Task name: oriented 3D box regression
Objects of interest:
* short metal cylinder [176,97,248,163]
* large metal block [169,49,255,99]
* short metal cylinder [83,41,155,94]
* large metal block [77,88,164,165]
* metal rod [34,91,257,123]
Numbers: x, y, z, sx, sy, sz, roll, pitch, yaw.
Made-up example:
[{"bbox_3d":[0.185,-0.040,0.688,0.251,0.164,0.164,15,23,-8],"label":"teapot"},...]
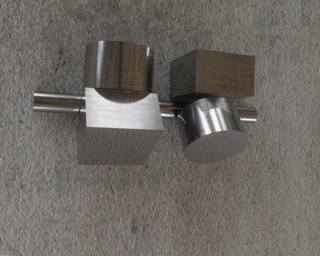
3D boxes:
[{"bbox_3d":[0.066,0.004,0.399,0.081,0.080,0.050,2,55,-20],"label":"short metal cylinder"},{"bbox_3d":[0.065,-0.065,0.405,0.081,0.080,0.050,1,90,-20],"label":"large metal block"},{"bbox_3d":[-0.048,-0.066,0.363,0.081,0.080,0.050,4,89,-20],"label":"short metal cylinder"},{"bbox_3d":[-0.050,0.002,0.356,0.081,0.080,0.050,3,55,-21],"label":"large metal block"},{"bbox_3d":[-0.004,-0.025,0.411,0.302,0.025,0.025,2,89,-20],"label":"metal rod"}]
